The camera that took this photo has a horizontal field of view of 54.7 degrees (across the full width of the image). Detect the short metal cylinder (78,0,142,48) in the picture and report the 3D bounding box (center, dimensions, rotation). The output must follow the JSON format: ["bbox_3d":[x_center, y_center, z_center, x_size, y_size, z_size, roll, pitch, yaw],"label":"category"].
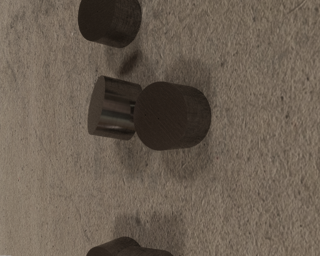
[{"bbox_3d":[-0.073,-0.160,0.447,0.080,0.050,0.079,0,90,39],"label":"short metal cylinder"}]

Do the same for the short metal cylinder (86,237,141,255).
[{"bbox_3d":[-0.062,0.201,0.437,0.080,0.050,0.079,0,90,39],"label":"short metal cylinder"}]

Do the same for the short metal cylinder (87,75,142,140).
[{"bbox_3d":[-0.062,-0.026,0.418,0.080,0.050,0.080,-36,48,56],"label":"short metal cylinder"}]

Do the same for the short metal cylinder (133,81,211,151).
[{"bbox_3d":[0.014,-0.014,0.375,0.080,0.050,0.079,0,90,39],"label":"short metal cylinder"}]

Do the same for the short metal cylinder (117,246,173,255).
[{"bbox_3d":[-0.019,0.191,0.383,0.050,0.081,0.080,-10,84,39],"label":"short metal cylinder"}]
